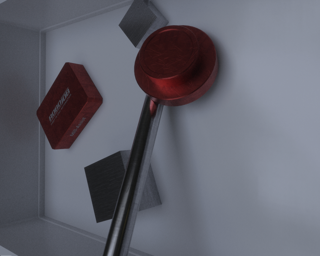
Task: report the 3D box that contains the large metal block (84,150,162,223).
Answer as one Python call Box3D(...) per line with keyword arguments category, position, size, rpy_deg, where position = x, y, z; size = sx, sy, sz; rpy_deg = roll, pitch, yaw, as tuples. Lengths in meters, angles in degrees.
Box3D(category="large metal block", position=(-0.053, 0.080, 0.432), size=(0.080, 0.050, 0.080), rpy_deg=(-26, 74, 36))

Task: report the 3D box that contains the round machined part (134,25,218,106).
Box3D(category="round machined part", position=(0.015, -0.078, 0.357), size=(0.098, 0.042, 0.098), rpy_deg=(-6, 69, 17))

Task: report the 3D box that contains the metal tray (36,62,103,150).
Box3D(category="metal tray", position=(-0.159, -0.036, 0.532), size=(0.129, 0.030, 0.090), rpy_deg=(-48, 62, 29))

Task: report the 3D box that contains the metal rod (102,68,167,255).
Box3D(category="metal rod", position=(-0.029, 0.058, 0.348), size=(0.025, 0.025, 0.299), rpy_deg=(-6, 60, 39))

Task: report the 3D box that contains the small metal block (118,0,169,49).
Box3D(category="small metal block", position=(-0.023, -0.143, 0.424), size=(0.050, 0.025, 0.050), rpy_deg=(-49, 61, 28))
